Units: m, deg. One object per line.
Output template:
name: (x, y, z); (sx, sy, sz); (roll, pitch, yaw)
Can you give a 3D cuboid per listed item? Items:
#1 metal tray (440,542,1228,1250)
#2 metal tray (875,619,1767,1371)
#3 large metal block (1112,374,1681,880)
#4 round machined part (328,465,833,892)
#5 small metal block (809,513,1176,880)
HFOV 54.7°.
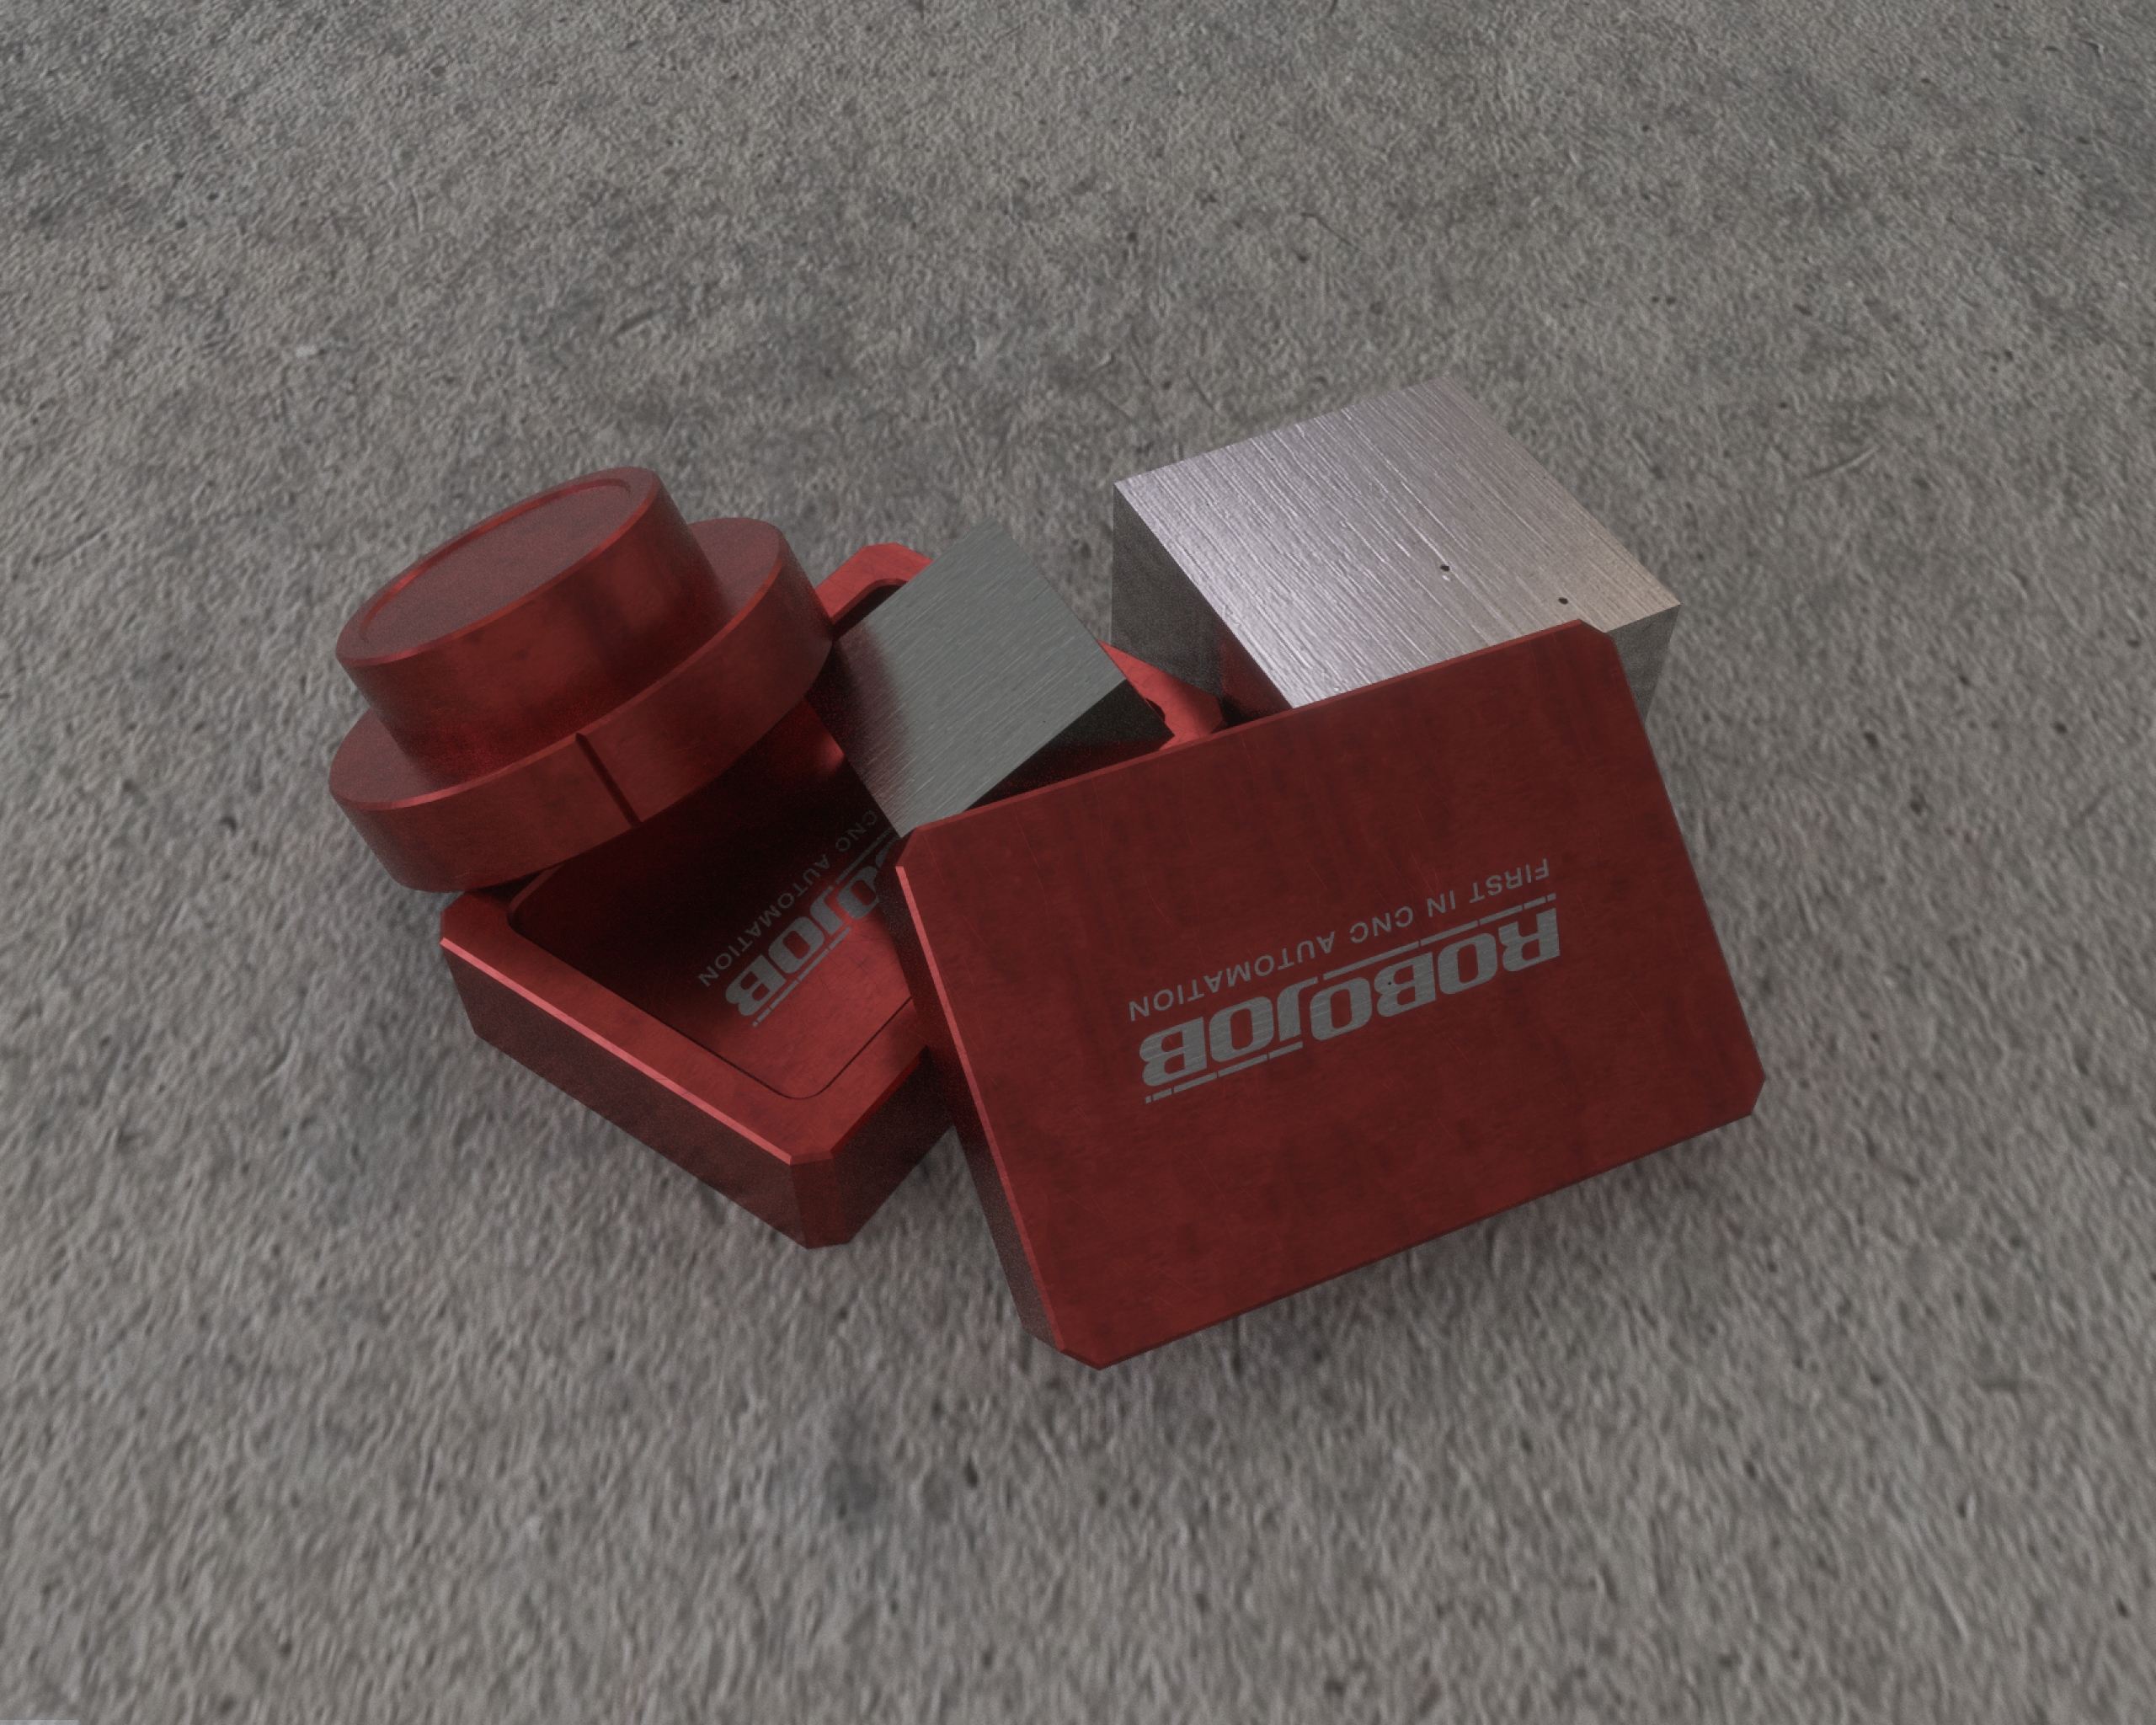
metal tray: (-0.042, 0.000, 0.400); (0.090, 0.030, 0.131); (28, 55, 21)
metal tray: (0.041, 0.020, 0.355); (0.131, 0.030, 0.090); (-18, 89, -14)
large metal block: (0.061, -0.047, 0.429); (0.081, 0.050, 0.080); (-21, 53, -17)
round machined part: (-0.100, -0.041, 0.400); (0.098, 0.042, 0.098); (-20, 29, 12)
small metal block: (-0.018, -0.030, 0.400); (0.050, 0.025, 0.050); (-39, 58, 4)
